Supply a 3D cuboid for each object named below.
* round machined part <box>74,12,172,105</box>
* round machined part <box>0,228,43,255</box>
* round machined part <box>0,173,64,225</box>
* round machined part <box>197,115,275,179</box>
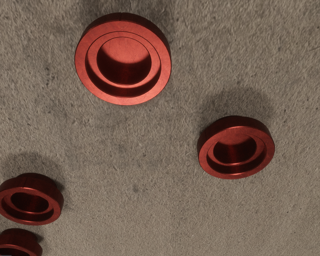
[{"bbox_3d":[-0.037,-0.076,0.331,0.099,0.042,0.097,-1,130,0],"label":"round machined part"},{"bbox_3d":[-0.272,0.226,0.585,0.099,0.042,0.097,-1,130,0],"label":"round machined part"},{"bbox_3d":[-0.200,0.107,0.485,0.099,0.042,0.097,-1,130,0],"label":"round machined part"},{"bbox_3d":[0.099,0.022,0.416,0.099,0.042,0.097,-1,130,0],"label":"round machined part"}]
